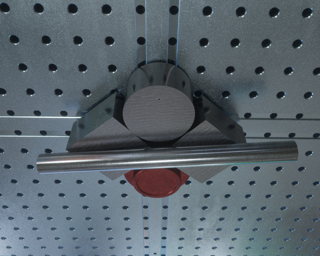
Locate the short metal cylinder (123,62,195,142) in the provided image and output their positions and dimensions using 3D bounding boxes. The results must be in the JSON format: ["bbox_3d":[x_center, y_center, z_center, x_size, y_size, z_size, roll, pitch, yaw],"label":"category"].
[{"bbox_3d":[-0.001,-0.030,0.365,0.081,0.050,0.079,0,130,0],"label":"short metal cylinder"}]

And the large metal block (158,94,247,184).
[{"bbox_3d":[0.054,0.017,0.402,0.080,0.050,0.080,35,123,-26],"label":"large metal block"}]

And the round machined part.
[{"bbox_3d":[-0.004,0.065,0.450,0.099,0.042,0.097,0,130,0],"label":"round machined part"}]

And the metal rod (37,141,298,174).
[{"bbox_3d":[0.006,0.035,0.369,0.302,0.025,0.025,-3,130,3],"label":"metal rod"}]

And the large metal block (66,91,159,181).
[{"bbox_3d":[-0.059,0.013,0.401,0.080,0.050,0.080,-32,125,24],"label":"large metal block"}]
